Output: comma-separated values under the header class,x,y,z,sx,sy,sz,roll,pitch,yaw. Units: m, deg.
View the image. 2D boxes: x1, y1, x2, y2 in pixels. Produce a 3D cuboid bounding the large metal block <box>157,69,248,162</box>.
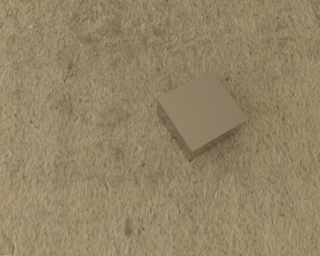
class,x,y,z,sx,sy,sz,roll,pitch,yaw
large metal block,0.051,-0.015,0.401,0.080,0.050,0.080,-29,73,-11
